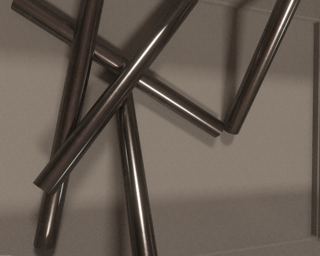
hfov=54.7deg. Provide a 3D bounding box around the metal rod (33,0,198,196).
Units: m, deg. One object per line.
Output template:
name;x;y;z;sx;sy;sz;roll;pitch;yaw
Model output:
metal rod;-0.041;-0.055;0.366;0.025;0.025;0.300;39;72;-16

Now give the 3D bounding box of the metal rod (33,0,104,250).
metal rod;-0.104;-0.010;0.355;0.025;0.025;0.298;11;93;-20

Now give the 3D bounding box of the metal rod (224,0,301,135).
metal rod;0.141;-0.120;0.378;0.025;0.025;0.298;4;123;-20

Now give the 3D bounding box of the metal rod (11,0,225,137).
metal rod;-0.039;-0.071;0.396;0.301;0.025;0.025;31;80;-18

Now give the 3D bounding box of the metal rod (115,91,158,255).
metal rod;-0.024;0.080;0.331;0.025;0.025;0.299;0;62;-20
